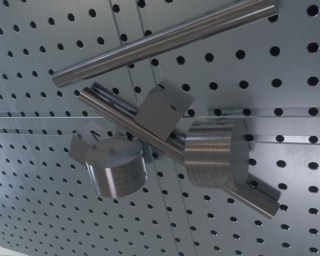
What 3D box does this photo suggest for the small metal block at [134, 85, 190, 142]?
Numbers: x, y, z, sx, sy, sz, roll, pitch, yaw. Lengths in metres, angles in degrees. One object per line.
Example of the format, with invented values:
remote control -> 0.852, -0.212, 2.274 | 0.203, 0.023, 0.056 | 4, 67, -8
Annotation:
small metal block -> 0.002, -0.019, 0.399 | 0.050, 0.025, 0.050 | 35, 129, 4

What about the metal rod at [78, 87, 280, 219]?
metal rod -> 0.020, 0.030, 0.419 | 0.301, 0.025, 0.025 | 31, 128, 7

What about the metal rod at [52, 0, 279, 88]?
metal rod -> -0.019, -0.093, 0.363 | 0.300, 0.025, 0.025 | -11, 113, 32

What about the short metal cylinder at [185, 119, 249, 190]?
short metal cylinder -> 0.068, 0.030, 0.358 | 0.050, 0.080, 0.080 | -2, 118, 29

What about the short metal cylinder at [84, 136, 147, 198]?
short metal cylinder -> -0.061, 0.054, 0.441 | 0.080, 0.080, 0.050 | 7, 121, 25

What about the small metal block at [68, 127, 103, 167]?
small metal block -> -0.114, 0.034, 0.493 | 0.050, 0.025, 0.050 | 31, 128, 8
